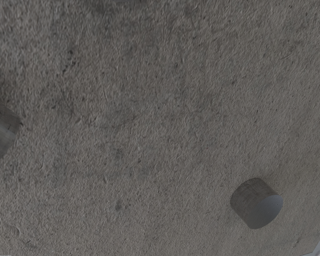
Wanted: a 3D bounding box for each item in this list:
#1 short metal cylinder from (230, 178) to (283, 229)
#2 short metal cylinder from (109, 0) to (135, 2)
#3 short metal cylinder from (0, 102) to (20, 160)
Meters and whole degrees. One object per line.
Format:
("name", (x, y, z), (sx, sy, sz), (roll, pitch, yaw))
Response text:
("short metal cylinder", (0.179, 0.140, 0.574), (0.081, 0.050, 0.079), (-14, 124, -21))
("short metal cylinder", (-0.041, -0.157, 0.271), (0.081, 0.050, 0.079), (-14, 124, -21))
("short metal cylinder", (-0.176, 0.004, 0.278), (0.080, 0.080, 0.050), (-42, 129, 1))
